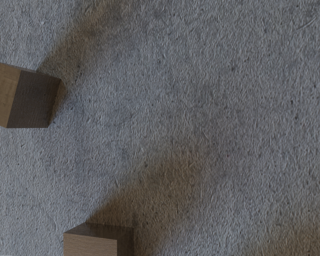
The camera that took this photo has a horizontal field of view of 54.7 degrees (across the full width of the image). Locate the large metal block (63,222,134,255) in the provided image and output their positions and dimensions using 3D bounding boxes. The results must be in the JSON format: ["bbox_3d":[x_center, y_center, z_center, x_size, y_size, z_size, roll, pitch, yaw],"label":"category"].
[{"bbox_3d":[-0.083,0.180,0.425,0.080,0.050,0.080,0,90,20],"label":"large metal block"}]

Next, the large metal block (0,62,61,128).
[{"bbox_3d":[-0.200,-0.045,0.450,0.050,0.080,0.080,19,97,19],"label":"large metal block"}]
